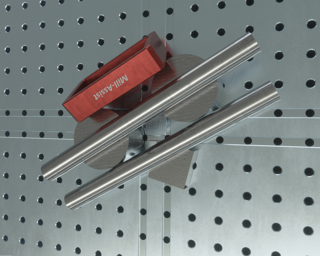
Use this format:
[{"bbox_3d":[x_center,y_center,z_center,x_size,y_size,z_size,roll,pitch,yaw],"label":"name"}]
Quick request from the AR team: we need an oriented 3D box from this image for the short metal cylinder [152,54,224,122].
[{"bbox_3d":[0.036,-0.047,0.386,0.080,0.050,0.079,0,90,19],"label":"short metal cylinder"}]

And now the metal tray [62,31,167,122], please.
[{"bbox_3d":[-0.054,-0.067,0.395,0.130,0.090,0.030,-30,112,17],"label":"metal tray"}]

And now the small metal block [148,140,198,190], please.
[{"bbox_3d":[0.017,0.047,0.405,0.050,0.025,0.050,16,95,19],"label":"small metal block"}]

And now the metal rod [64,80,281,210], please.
[{"bbox_3d":[0.002,0.030,0.383,0.300,0.025,0.025,-30,81,17],"label":"metal rod"}]

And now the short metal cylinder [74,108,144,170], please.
[{"bbox_3d":[-0.068,0.014,0.422,0.080,0.050,0.079,0,90,19],"label":"short metal cylinder"}]

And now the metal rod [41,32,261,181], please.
[{"bbox_3d":[-0.024,-0.016,0.366,0.300,0.025,0.025,-31,80,17],"label":"metal rod"}]
